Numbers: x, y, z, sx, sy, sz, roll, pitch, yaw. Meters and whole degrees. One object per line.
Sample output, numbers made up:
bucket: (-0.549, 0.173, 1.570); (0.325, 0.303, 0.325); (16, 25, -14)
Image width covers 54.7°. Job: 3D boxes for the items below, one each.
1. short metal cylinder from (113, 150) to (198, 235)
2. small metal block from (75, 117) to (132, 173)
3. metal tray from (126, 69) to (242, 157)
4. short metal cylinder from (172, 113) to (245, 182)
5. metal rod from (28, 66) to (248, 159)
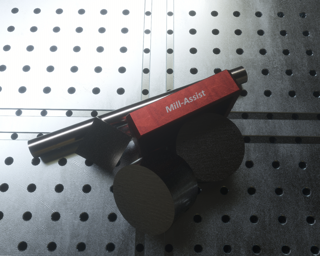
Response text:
short metal cylinder: (-0.005, 0.070, 0.346); (0.080, 0.080, 0.050); (45, 35, 14)
small metal block: (-0.070, 0.020, 0.386); (0.050, 0.025, 0.050); (30, 88, -9)
metal tray: (0.028, -0.014, 0.379); (0.131, 0.090, 0.030); (-25, 72, -9)
short metal cylinder: (0.056, 0.026, 0.380); (0.081, 0.050, 0.080); (1, 78, -4)
metal rod: (-0.023, -0.024, 0.416); (0.302, 0.025, 0.025); (-20, 72, -8)
